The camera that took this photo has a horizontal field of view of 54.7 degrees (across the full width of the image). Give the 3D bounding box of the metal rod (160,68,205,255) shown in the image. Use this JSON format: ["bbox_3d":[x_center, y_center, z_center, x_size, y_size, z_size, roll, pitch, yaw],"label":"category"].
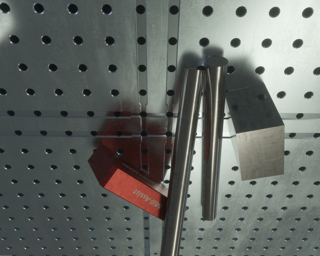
[{"bbox_3d":[0.023,0.076,0.392,0.025,0.025,0.298,5,104,-5],"label":"metal rod"}]

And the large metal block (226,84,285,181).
[{"bbox_3d":[0.115,0.005,0.381,0.050,0.080,0.080,-11,129,9],"label":"large metal block"}]

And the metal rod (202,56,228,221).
[{"bbox_3d":[0.075,0.038,0.444,0.025,0.025,0.298,-3,130,3],"label":"metal rod"}]

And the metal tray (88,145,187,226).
[{"bbox_3d":[-0.033,0.080,0.435,0.130,0.090,0.030,37,88,-27],"label":"metal tray"}]
